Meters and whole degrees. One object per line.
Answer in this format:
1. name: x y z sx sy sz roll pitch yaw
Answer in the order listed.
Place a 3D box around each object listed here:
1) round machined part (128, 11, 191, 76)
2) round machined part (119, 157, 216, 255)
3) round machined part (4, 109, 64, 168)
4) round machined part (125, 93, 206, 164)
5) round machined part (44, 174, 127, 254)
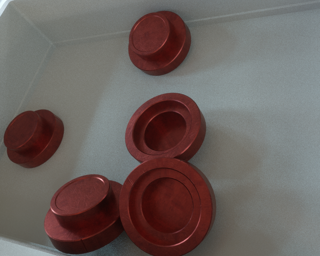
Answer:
1. round machined part: -0.007 -0.131 0.463 0.098 0.042 0.098 -7 73 27
2. round machined part: 0.010 0.080 0.326 0.098 0.042 0.097 -3 81 19
3. round machined part: -0.207 0.011 0.494 0.098 0.042 0.098 -13 56 20
4. round machined part: 0.010 0.008 0.382 0.098 0.042 0.098 -14 54 20
5. round machined part: -0.084 0.090 0.354 0.098 0.042 0.098 -11 27 6
